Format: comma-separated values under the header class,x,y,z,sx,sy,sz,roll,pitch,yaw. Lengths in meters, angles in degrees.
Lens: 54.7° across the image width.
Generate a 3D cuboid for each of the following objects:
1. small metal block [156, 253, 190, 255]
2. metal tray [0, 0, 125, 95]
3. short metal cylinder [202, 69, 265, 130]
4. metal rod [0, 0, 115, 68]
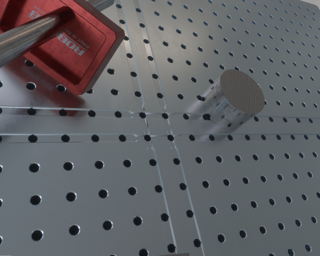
class,x,y,z,sx,sy,sz,roll,pitch,yaw
small metal block,0.006,0.158,0.316,0.050,0.025,0.050,6,59,-25
metal tray,-0.118,-0.111,0.356,0.130,0.090,0.030,37,24,-3
short metal cylinder,0.113,-0.044,0.480,0.081,0.050,0.080,14,56,-21
metal rod,-0.130,-0.091,0.308,0.025,0.025,0.301,38,43,-3
